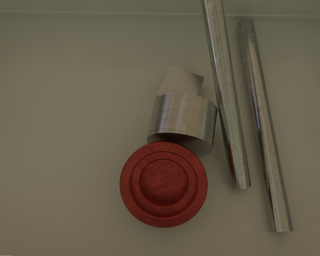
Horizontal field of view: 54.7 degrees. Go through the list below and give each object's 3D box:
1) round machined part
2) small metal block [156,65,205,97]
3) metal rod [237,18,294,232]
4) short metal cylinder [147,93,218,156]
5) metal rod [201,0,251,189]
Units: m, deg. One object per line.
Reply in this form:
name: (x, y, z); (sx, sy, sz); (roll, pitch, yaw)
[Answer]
round machined part: (0.005, 0.063, 0.366); (0.099, 0.042, 0.097); (0, 93, 2)
small metal block: (0.028, -0.052, 0.429); (0.050, 0.025, 0.050); (21, 71, 7)
metal rod: (0.137, -0.017, 0.417); (0.025, 0.025, 0.299); (-3, 70, -1)
short metal cylinder: (0.028, -0.002, 0.381); (0.080, 0.080, 0.050); (9, 69, 3)
metal rod: (0.075, -0.074, 0.374); (0.025, 0.025, 0.298); (-10, 95, -4)
